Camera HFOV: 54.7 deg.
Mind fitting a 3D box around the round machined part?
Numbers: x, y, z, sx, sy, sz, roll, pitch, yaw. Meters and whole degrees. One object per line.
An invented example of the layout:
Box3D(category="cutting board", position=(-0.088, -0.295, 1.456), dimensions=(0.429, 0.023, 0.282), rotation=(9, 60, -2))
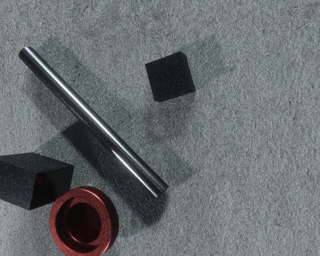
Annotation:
Box3D(category="round machined part", position=(-0.101, 0.130, 0.434), dimensions=(0.098, 0.042, 0.097), rotation=(0, 90, 19))

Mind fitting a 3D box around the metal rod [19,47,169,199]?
Box3D(category="metal rod", position=(-0.102, -0.015, 0.443), dimensions=(0.300, 0.025, 0.025), rotation=(44, 103, 14))

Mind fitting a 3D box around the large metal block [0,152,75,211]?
Box3D(category="large metal block", position=(-0.185, 0.072, 0.443), dimensions=(0.080, 0.080, 0.050), rotation=(14, 95, 19))

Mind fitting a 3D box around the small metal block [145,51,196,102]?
Box3D(category="small metal block", position=(0.014, -0.065, 0.403), dimensions=(0.050, 0.025, 0.050), rotation=(-16, 85, 19))
